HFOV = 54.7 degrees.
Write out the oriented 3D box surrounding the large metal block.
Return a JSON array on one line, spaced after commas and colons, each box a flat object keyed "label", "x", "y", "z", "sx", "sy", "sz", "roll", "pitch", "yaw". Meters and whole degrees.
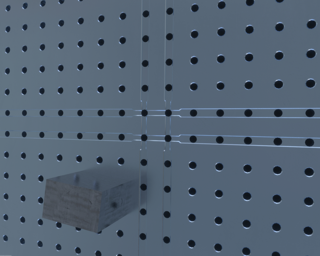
[{"label": "large metal block", "x": -0.095, "y": 0.094, "z": 0.416, "sx": 0.080, "sy": 0.080, "sz": 0.050, "roll": 8, "pitch": 93, "yaw": 19}]
